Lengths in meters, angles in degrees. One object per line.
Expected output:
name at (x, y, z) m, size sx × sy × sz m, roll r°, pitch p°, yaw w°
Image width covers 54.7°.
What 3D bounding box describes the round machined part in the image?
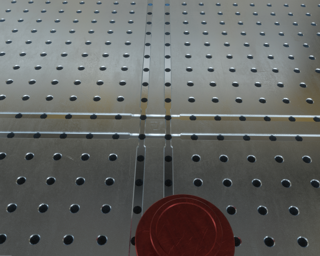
round machined part at (0.024, 0.109, 0.306) m, size 0.099 × 0.042 × 0.098 m, roll 0°, pitch 50°, yaw 0°
